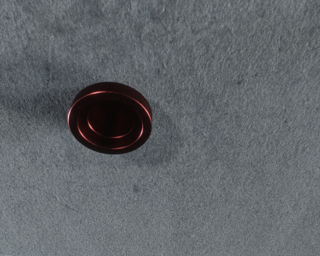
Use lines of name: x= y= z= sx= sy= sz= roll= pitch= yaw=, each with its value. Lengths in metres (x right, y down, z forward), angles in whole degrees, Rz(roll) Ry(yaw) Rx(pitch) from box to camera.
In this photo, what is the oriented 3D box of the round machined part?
round machined part: x=-0.059 y=-0.016 z=0.382 sx=0.099 sy=0.042 sz=0.097 roll=-1 pitch=130 yaw=0
